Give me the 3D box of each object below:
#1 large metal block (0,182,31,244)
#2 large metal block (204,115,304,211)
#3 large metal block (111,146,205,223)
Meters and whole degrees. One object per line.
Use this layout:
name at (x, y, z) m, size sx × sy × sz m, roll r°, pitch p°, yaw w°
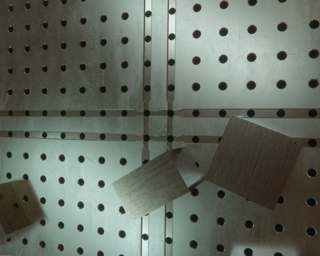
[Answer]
large metal block at (-0.269, 0.144, 0.495) m, size 0.080 × 0.050 × 0.080 m, roll -34°, pitch 79°, yaw 17°
large metal block at (0.109, 0.037, 0.361) m, size 0.080 × 0.050 × 0.080 m, roll 23°, pitch 98°, yaw 18°
large metal block at (0.001, 0.066, 0.383) m, size 0.080 × 0.080 × 0.050 m, roll -32°, pitch 80°, yaw 17°
